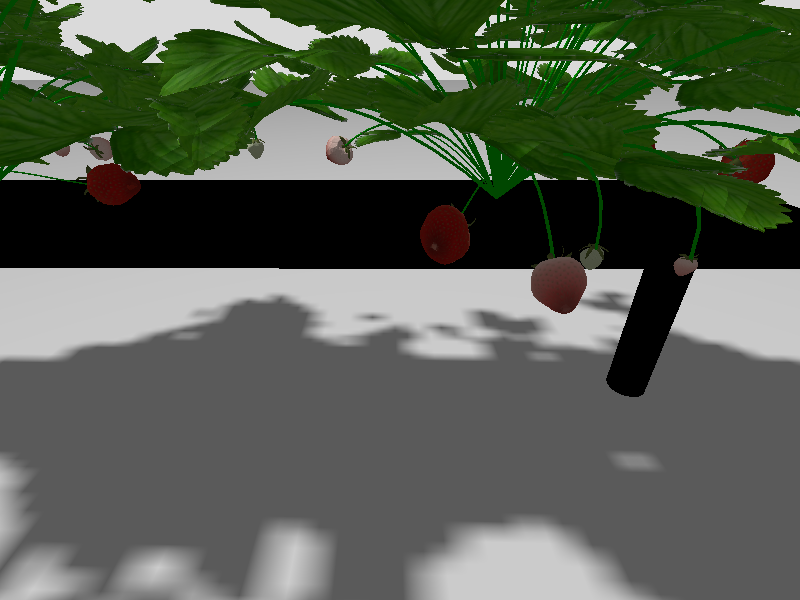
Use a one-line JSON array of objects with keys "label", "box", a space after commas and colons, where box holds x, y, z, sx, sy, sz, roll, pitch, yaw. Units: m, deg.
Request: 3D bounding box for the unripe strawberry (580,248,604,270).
[{"label": "unripe strawberry", "box": [0.104, -0.023, 0.217, 0.013, 0.013, 0.011, -4, 31, -6]}]

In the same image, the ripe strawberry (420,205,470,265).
[{"label": "ripe strawberry", "box": [0.025, -0.036, 0.228, 0.029, 0.033, 0.032, 13, 33, 21]}]

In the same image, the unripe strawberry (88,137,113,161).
[{"label": "unripe strawberry", "box": [-0.366, -0.187, 0.494, 0.026, 0.028, 0.029, 0, 27, -1]}]

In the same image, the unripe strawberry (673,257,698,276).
[{"label": "unripe strawberry", "box": [0.146, -0.017, 0.206, 0.011, 0.010, 0.010, -11, 32, -17]}]

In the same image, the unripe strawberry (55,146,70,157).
[{"label": "unripe strawberry", "box": [-0.430, -0.192, 0.509, 0.018, 0.021, 0.020, -10, -23, -17]}]

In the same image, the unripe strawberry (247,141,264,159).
[{"label": "unripe strawberry", "box": [-0.179, -0.187, 0.497, 0.021, 0.022, 0.020, -25, 39, -36]}]

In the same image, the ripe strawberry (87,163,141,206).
[{"label": "ripe strawberry", "box": [-0.231, -0.094, 0.326, 0.034, 0.033, 0.037, 5, 31, 7]}]

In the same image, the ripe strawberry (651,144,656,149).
[{"label": "ripe strawberry", "box": [0.255, -0.157, 0.432, 0.041, 0.041, 0.038, -12, 32, -29]}]

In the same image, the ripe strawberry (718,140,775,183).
[{"label": "ripe strawberry", "box": [0.328, -0.125, 0.376, 0.045, 0.044, 0.042, 15, 26, -18]}]

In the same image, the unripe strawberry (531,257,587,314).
[{"label": "unripe strawberry", "box": [0.074, -0.006, 0.187, 0.025, 0.027, 0.026, 2, -42, 3]}]

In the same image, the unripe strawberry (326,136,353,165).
[{"label": "unripe strawberry", "box": [-0.073, -0.173, 0.468, 0.034, 0.033, 0.032, -4, 19, 47]}]
